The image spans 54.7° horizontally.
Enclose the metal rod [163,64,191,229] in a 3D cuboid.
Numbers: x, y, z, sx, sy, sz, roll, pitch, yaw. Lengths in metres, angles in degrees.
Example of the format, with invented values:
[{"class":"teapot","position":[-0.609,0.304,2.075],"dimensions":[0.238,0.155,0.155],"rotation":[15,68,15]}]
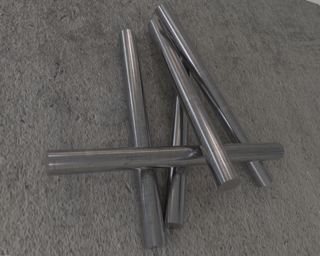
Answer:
[{"class":"metal rod","position":[0.028,-0.015,0.427],"dimensions":[0.025,0.025,0.300],"rotation":[19,54,-18]}]

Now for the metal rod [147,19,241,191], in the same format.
[{"class":"metal rod","position":[0.032,-0.053,0.411],"dimensions":[0.025,0.025,0.299],"rotation":[3,47,-27]}]

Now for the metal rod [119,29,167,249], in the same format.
[{"class":"metal rod","position":[-0.027,-0.007,0.392],"dimensions":[0.025,0.025,0.299],"rotation":[5,60,-26]}]

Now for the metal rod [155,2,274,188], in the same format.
[{"class":"metal rod","position":[0.076,-0.052,0.451],"dimensions":[0.025,0.025,0.299],"rotation":[-25,83,-37]}]

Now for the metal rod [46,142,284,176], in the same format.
[{"class":"metal rod","position":[0.028,0.033,0.363],"dimensions":[0.303,0.025,0.025],"rotation":[0,62,-27]}]
